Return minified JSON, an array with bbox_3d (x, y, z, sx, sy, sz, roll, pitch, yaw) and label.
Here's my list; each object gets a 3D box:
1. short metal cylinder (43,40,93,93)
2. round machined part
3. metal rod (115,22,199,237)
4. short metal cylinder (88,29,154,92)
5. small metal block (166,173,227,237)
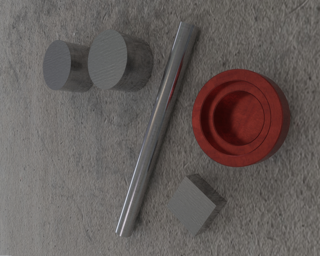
[{"bbox_3d":[-0.149,-0.100,0.512,0.080,0.050,0.079,0,90,40],"label":"short metal cylinder"},{"bbox_3d":[0.086,-0.010,0.323,0.098,0.042,0.097,0,90,40],"label":"round machined part"},{"bbox_3d":[-0.008,0.013,0.411,0.025,0.025,0.298,28,108,36],"label":"metal rod"},{"bbox_3d":[-0.056,-0.092,0.435,0.080,0.050,0.079,0,90,40],"label":"short metal cylinder"},{"bbox_3d":[0.043,0.091,0.370,0.050,0.025,0.050,43,116,31],"label":"small metal block"}]
